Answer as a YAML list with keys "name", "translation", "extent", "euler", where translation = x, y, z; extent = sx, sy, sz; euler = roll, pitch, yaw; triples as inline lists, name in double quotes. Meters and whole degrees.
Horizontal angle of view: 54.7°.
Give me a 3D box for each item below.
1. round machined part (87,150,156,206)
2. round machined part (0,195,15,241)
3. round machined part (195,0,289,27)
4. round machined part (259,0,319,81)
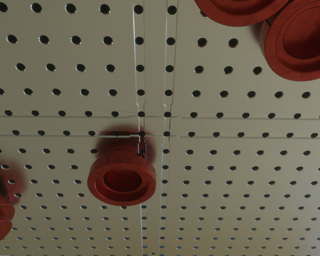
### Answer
- name: "round machined part"
  translation: [-0.055, 0.070, 0.460]
  extent: [0.099, 0.042, 0.097]
  euler: [-1, 130, 0]
- name: "round machined part"
  translation: [-0.279, 0.157, 0.494]
  extent: [0.098, 0.042, 0.098]
  euler: [-38, 156, -20]
- name: "round machined part"
  translation: [0.074, -0.146, 0.277]
  extent: [0.099, 0.042, 0.097]
  euler: [-1, 130, 0]
- name: "round machined part"
  translation: [0.152, -0.100, 0.318]
  extent: [0.099, 0.042, 0.097]
  euler: [-1, 130, 0]
